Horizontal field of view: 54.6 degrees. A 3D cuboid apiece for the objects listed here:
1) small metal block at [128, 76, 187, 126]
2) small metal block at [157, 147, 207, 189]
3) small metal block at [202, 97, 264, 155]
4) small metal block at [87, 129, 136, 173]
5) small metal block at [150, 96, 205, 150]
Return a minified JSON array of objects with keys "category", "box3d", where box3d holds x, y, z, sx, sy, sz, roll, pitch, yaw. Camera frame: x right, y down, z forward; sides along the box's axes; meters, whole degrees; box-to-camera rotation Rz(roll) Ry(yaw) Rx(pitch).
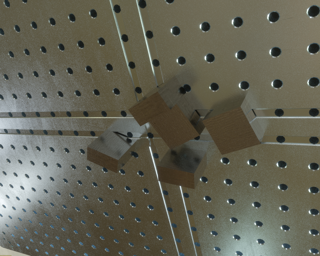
[{"category":"small metal block","box3d":[-0.003,-0.033,0.377,0.050,0.050,0.025,-27,103,37]},{"category":"small metal block","box3d":[0.030,0.051,0.411,0.050,0.050,0.025,9,122,23]},{"category":"small metal block","box3d":[0.086,-0.001,0.365,0.050,0.025,0.050,-22,107,36]},{"category":"small metal block","box3d":[-0.070,0.033,0.453,0.050,0.050,0.025,21,127,15]},{"category":"small metal block","box3d":[0.021,-0.007,0.396,0.050,0.025,0.050,-30,102,38]}]
